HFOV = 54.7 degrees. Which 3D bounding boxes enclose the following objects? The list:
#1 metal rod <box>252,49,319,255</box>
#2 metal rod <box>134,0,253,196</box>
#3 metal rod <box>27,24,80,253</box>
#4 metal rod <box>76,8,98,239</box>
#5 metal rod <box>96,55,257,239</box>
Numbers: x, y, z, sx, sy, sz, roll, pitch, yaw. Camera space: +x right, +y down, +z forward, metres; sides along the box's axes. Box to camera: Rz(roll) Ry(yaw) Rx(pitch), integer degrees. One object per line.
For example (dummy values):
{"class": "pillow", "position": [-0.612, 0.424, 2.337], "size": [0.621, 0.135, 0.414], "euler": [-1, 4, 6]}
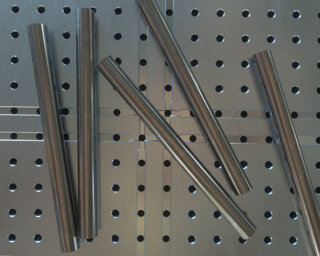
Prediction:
{"class": "metal rod", "position": [0.180, 0.042, 0.415], "size": [0.025, 0.025, 0.298], "euler": [-17, 90, 0]}
{"class": "metal rod", "position": [0.043, -0.048, 0.413], "size": [0.025, 0.025, 0.299], "euler": [-27, 90, 0]}
{"class": "metal rod", "position": [-0.141, 0.013, 0.411], "size": [0.025, 0.025, 0.298], "euler": [-8, 90, 0]}
{"class": "metal rod", "position": [-0.097, -0.006, 0.412], "size": [0.025, 0.025, 0.298], "euler": [-1, 90, -1]}
{"class": "metal rod", "position": [0.022, 0.026, 0.413], "size": [0.025, 0.025, 0.300], "euler": [-40, 91, 0]}
